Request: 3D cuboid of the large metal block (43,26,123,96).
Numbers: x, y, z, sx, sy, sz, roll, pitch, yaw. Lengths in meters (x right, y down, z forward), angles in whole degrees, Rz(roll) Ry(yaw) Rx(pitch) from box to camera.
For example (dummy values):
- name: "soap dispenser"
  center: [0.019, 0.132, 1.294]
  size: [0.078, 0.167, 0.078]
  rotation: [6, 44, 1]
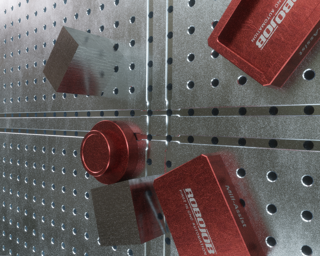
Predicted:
- name: "large metal block"
  center: [-0.117, -0.098, 0.470]
  size: [0.050, 0.081, 0.080]
  rotation: [50, 120, 28]

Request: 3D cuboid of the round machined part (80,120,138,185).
- name: "round machined part"
  center: [-0.083, 0.037, 0.467]
  size: [0.098, 0.042, 0.097]
  rotation: [0, 90, 39]

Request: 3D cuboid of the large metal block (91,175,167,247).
- name: "large metal block"
  center: [-0.045, 0.115, 0.430]
  size: [0.080, 0.050, 0.080]
  rotation: [-20, 77, 38]

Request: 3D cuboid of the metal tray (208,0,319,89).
- name: "metal tray"
  center: [0.118, -0.116, 0.308]
  size: [0.090, 0.030, 0.129]
  rotation: [47, 118, 30]

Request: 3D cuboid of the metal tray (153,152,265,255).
- name: "metal tray"
  center: [0.052, 0.105, 0.363]
  size: [0.090, 0.030, 0.130]
  rotation: [-34, 69, 35]
